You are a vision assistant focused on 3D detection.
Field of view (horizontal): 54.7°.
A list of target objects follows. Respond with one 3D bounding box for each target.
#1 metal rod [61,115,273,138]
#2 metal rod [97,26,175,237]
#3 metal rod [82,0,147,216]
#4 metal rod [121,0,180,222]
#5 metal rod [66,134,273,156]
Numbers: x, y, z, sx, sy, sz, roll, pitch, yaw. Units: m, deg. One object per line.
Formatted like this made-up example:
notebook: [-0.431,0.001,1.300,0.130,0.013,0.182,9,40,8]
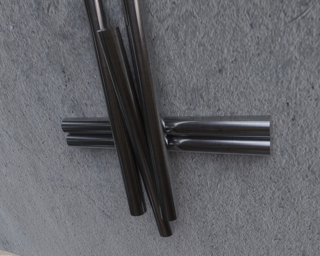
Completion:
metal rod: [-0.010,-0.003,0.411,0.300,0.025,0.025,0,119,27]
metal rod: [-0.023,0.023,0.400,0.025,0.025,0.298,0,118,28]
metal rod: [-0.054,-0.021,0.395,0.025,0.025,0.298,0,111,28]
metal rod: [-0.010,-0.021,0.371,0.025,0.025,0.298,0,111,28]
metal rod: [-0.006,0.019,0.423,0.300,0.025,0.025,0,119,27]
